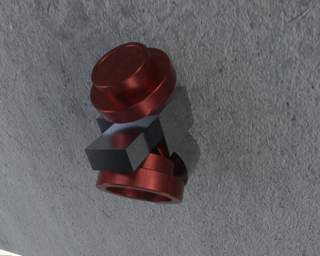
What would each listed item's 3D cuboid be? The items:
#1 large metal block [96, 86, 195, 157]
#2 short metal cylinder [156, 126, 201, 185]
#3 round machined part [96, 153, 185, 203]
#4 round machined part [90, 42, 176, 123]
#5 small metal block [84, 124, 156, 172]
[{"bbox_3d":[-0.014,-0.009,0.372,0.080,0.080,0.050,-2,118,29],"label":"large metal block"},{"bbox_3d":[0.008,0.040,0.413,0.080,0.050,0.079,13,124,20],"label":"short metal cylinder"},{"bbox_3d":[-0.020,0.056,0.356,0.099,0.042,0.098,9,159,4],"label":"round machined part"},{"bbox_3d":[-0.035,-0.056,0.339,0.098,0.098,0.042,-2,142,29],"label":"round machined part"},{"bbox_3d":[-0.040,0.020,0.319,0.050,0.050,0.025,-2,117,29],"label":"small metal block"}]
